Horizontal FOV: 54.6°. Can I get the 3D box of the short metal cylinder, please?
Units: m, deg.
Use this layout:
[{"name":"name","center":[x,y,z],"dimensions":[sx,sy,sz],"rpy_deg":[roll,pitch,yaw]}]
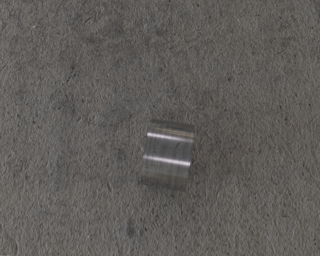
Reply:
[{"name":"short metal cylinder","center":[0.010,0.032,0.368],"dimensions":[0.050,0.080,0.080],"rpy_deg":[9,70,3]}]
